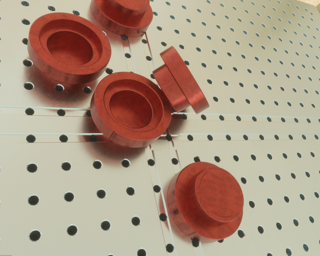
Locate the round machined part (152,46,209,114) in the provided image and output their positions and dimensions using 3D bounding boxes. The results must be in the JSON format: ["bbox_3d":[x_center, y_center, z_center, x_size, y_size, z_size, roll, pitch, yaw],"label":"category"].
[{"bbox_3d":[0.025,-0.060,0.427,0.042,0.098,0.098,-32,75,7],"label":"round machined part"}]

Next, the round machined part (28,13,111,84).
[{"bbox_3d":[-0.116,-0.095,0.394,0.099,0.042,0.098,14,56,-21],"label":"round machined part"}]

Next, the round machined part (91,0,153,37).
[{"bbox_3d":[-0.055,-0.195,0.488,0.099,0.042,0.098,14,56,-21],"label":"round machined part"}]

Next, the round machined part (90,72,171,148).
[{"bbox_3d":[-0.039,-0.019,0.389,0.099,0.042,0.098,14,56,-21],"label":"round machined part"}]

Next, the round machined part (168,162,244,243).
[{"bbox_3d":[0.063,0.086,0.380,0.099,0.042,0.098,14,56,-21],"label":"round machined part"}]
